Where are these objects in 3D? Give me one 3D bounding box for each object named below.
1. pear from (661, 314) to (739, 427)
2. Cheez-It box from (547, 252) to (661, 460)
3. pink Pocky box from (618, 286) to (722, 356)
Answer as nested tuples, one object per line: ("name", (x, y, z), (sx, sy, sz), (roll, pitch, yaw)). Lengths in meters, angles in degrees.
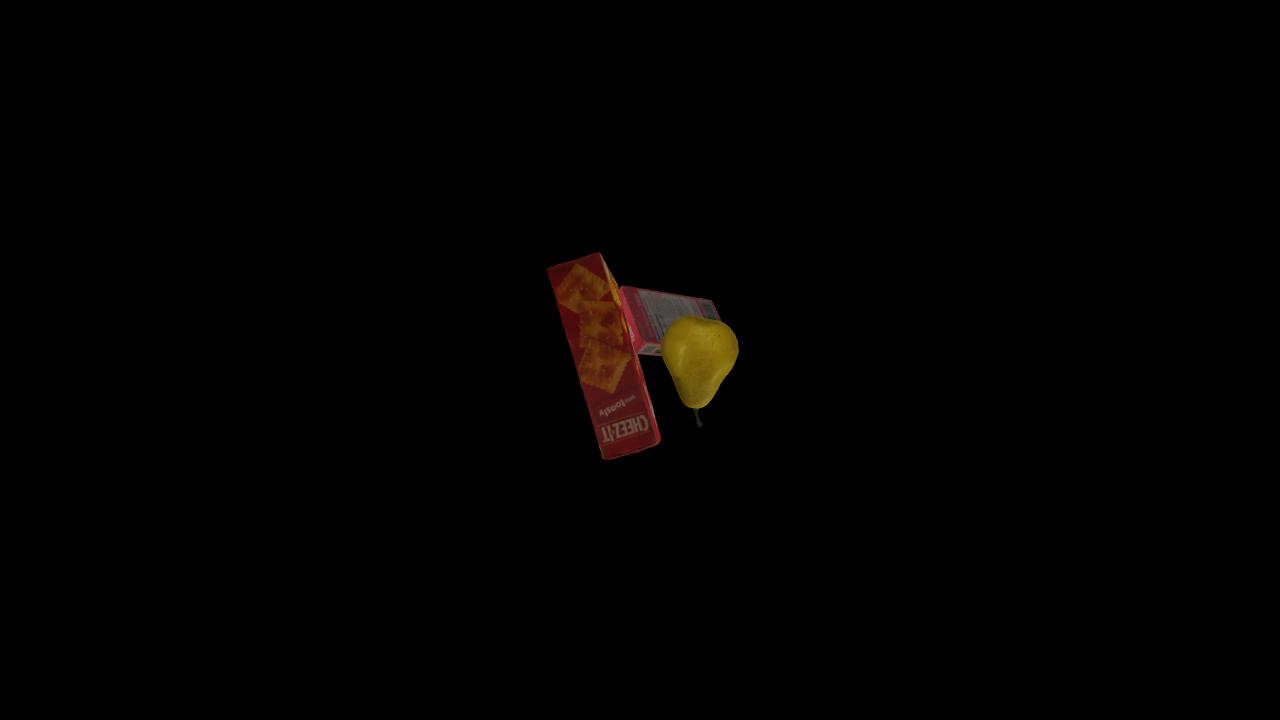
("pear", (0.056, 0.011, 0.639), (0.080, 0.111, 0.080), (12, 10, -2))
("Cheez-It box", (-0.036, 0.002, 0.736), (0.071, 0.223, 0.166), (-17, -7, 2))
("pink Pocky box", (0.043, -0.043, 0.762), (0.155, 0.084, 0.029), (4, -36, -40))
